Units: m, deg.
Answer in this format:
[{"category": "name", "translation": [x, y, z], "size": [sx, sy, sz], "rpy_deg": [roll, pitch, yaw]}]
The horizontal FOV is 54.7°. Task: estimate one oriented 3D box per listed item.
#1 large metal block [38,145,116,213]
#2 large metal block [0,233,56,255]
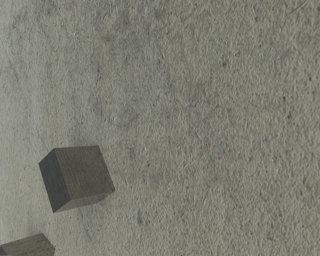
[{"category": "large metal block", "translation": [-0.126, 0.075, 0.474], "size": [0.050, 0.081, 0.080], "rpy_deg": [-38, 67, 34]}, {"category": "large metal block", "translation": [-0.253, 0.255, 0.579], "size": [0.050, 0.081, 0.079], "rpy_deg": [30, 109, 36]}]
